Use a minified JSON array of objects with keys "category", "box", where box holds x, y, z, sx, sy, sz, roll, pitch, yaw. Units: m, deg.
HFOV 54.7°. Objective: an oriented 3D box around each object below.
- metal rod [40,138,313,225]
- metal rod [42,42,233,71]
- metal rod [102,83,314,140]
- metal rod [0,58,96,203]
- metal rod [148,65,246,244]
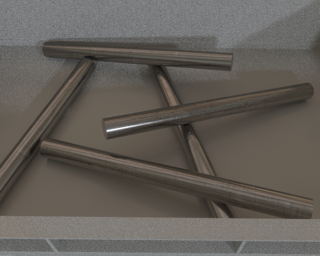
[{"category":"metal rod","box":[0.001,0.052,0.338,0.301,0.025,0.025,11,51,18]},{"category":"metal rod","box":[-0.043,-0.111,0.471,0.301,0.025,0.025,8,50,16]},{"category":"metal rod","box":[0.076,-0.026,0.402,0.303,0.025,0.025,-11,51,-20]},{"category":"metal rod","box":[-0.159,0.010,0.394,0.025,0.025,0.300,14,51,11]},{"category":"metal rod","box":[0.032,0.001,0.404,0.025,0.025,0.300,-12,51,-11]}]
